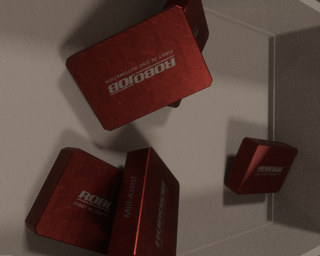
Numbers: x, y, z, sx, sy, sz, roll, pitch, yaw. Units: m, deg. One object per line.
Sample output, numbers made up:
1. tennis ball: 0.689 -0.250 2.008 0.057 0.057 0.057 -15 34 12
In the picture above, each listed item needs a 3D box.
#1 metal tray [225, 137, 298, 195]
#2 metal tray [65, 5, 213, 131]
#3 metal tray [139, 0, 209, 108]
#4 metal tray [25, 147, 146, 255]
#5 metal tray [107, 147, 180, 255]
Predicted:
1. metal tray: 0.177 0.067 0.535 0.131 0.030 0.089 8 107 -40
2. metal tray: -0.021 -0.063 0.335 0.130 0.030 0.090 -24 112 7
3. metal tray: 0.021 -0.103 0.398 0.130 0.030 0.090 -66 153 -18
4. metal tray: -0.068 0.088 0.349 0.130 0.030 0.090 35 69 -35
5. metal tray: -0.011 0.098 0.347 0.130 0.030 0.090 -83 150 -41
